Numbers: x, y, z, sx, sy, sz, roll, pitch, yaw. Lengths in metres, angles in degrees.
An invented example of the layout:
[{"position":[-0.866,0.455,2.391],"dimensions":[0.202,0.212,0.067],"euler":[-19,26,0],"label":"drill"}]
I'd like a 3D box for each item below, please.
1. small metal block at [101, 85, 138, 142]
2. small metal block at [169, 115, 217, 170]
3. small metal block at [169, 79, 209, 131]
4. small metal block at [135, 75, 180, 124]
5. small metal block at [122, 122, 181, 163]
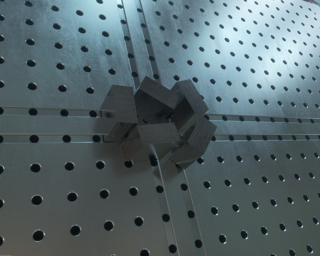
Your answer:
[{"position":[-0.050,-0.016,0.374],"dimensions":[0.025,0.050,0.050],"euler":[3,61,-26],"label":"small metal block"},{"position":[0.043,0.019,0.402],"dimensions":[0.025,0.050,0.050],"euler":[36,51,-3],"label":"small metal block"},{"position":[0.033,-0.031,0.427],"dimensions":[0.025,0.050,0.050],"euler":[-17,70,-35],"label":"small metal block"},{"position":[-0.011,-0.033,0.406],"dimensions":[0.050,0.050,0.025],"euler":[30,53,-10],"label":"small metal block"},{"position":[-0.011,0.018,0.374],"dimensions":[0.050,0.050,0.025],"euler":[-5,64,-31],"label":"small metal block"}]
